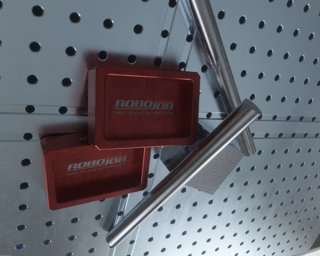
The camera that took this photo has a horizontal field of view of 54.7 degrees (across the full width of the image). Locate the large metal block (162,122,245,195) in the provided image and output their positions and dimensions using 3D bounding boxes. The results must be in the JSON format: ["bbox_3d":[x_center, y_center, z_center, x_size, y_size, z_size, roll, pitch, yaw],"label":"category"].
[{"bbox_3d":[0.064,0.044,0.460,0.080,0.050,0.080,28,103,-38],"label":"large metal block"}]

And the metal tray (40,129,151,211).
[{"bbox_3d":[-0.079,0.049,0.396,0.131,0.030,0.089,-8,122,-25],"label":"metal tray"}]

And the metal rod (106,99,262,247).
[{"bbox_3d":[0.015,0.075,0.413,0.025,0.025,0.299,20,125,-36],"label":"metal rod"}]

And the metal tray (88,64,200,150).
[{"bbox_3d":[-0.016,-0.024,0.364,0.131,0.030,0.089,-1,97,-28],"label":"metal tray"}]

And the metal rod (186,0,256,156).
[{"bbox_3d":[0.090,-0.062,0.423,0.025,0.025,0.299,-35,129,-6],"label":"metal rod"}]
